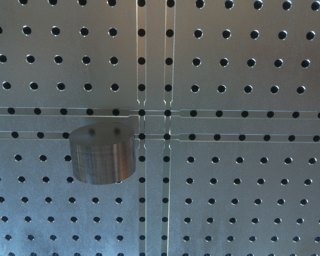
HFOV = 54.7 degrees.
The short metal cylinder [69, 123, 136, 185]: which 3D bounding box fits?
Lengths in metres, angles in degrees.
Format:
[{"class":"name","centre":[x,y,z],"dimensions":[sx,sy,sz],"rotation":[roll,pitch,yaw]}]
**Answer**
[{"class":"short metal cylinder","centre":[-0.072,0.030,0.394],"dimensions":[0.081,0.080,0.050],"rotation":[-1,110,0]}]
